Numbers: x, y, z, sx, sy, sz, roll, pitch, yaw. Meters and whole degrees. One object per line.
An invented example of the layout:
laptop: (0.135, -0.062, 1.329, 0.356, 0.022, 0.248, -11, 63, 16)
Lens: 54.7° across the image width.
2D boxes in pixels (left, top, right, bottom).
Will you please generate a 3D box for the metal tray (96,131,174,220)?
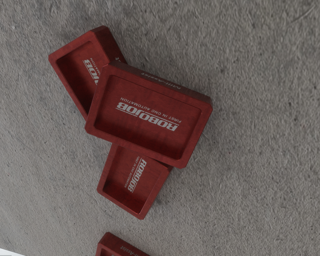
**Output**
metal tray: (-0.039, 0.073, 0.469, 0.090, 0.030, 0.129, 31, 128, 8)

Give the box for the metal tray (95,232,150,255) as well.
metal tray: (-0.062, 0.268, 0.601, 0.130, 0.030, 0.089, 26, 128, 12)

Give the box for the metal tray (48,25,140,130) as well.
metal tray: (-0.078, -0.056, 0.410, 0.090, 0.030, 0.130, -16, 110, 34)

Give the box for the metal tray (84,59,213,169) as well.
metal tray: (-0.014, -0.015, 0.369, 0.131, 0.030, 0.089, 21, 113, -1)
